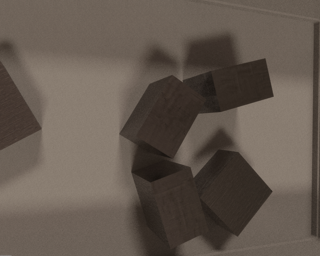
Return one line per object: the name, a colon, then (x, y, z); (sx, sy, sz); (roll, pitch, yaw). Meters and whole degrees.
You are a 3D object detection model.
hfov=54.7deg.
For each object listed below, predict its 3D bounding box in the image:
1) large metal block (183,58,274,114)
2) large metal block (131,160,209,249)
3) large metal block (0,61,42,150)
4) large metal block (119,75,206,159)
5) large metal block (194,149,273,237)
large metal block: (0.088, -0.054, 0.415); (0.081, 0.080, 0.050); (-16, 96, -20)
large metal block: (0.009, 0.089, 0.386); (0.050, 0.080, 0.080); (-18, 97, -19)
large metal block: (-0.184, -0.014, 0.329); (0.080, 0.050, 0.080); (-31, 100, -18)
large metal block: (0.000, -0.013, 0.382); (0.050, 0.080, 0.080); (33, 79, -18)
large metal block: (0.095, 0.088, 0.434); (0.080, 0.050, 0.080); (-46, 105, -14)
